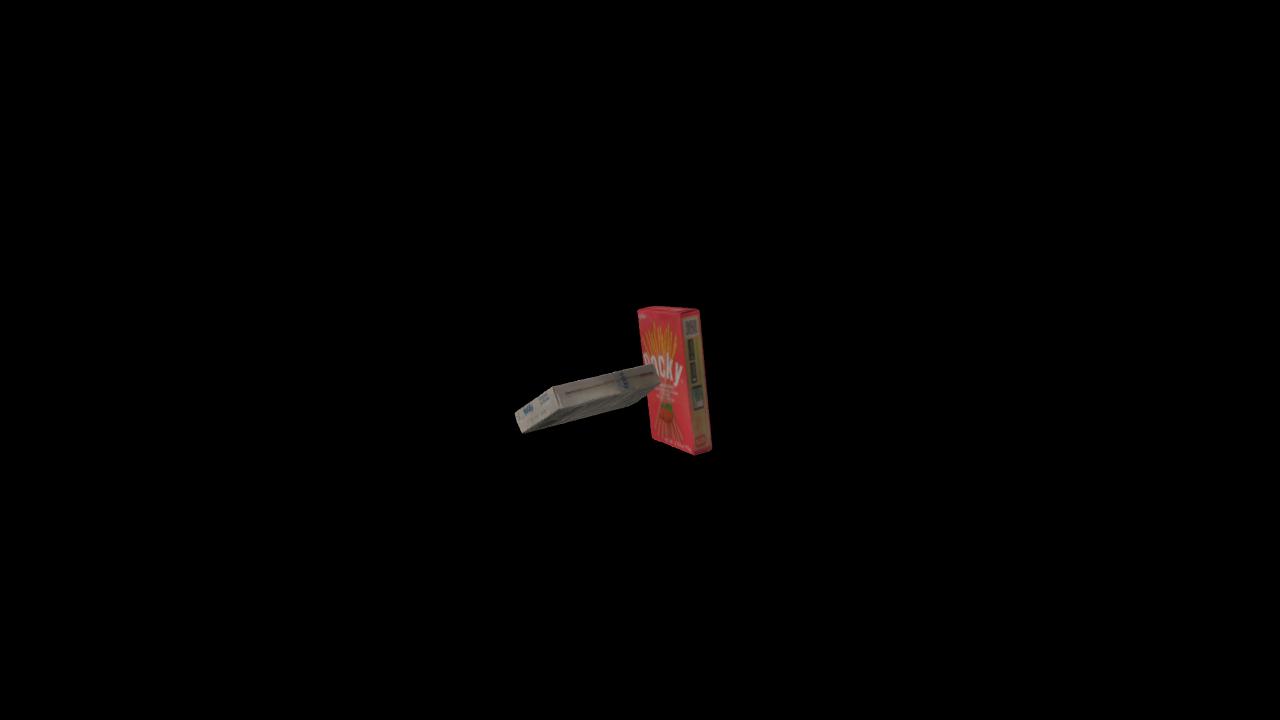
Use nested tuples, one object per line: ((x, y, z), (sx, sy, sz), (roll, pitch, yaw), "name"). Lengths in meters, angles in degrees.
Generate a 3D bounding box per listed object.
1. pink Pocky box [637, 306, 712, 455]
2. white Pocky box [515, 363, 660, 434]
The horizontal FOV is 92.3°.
((0.037, 0.020, 0.669), (0.029, 0.155, 0.084), (-13, 14, -30), "pink Pocky box")
((-0.048, 0.040, 0.656), (0.154, 0.028, 0.084), (-12, -16, -44), "white Pocky box")
